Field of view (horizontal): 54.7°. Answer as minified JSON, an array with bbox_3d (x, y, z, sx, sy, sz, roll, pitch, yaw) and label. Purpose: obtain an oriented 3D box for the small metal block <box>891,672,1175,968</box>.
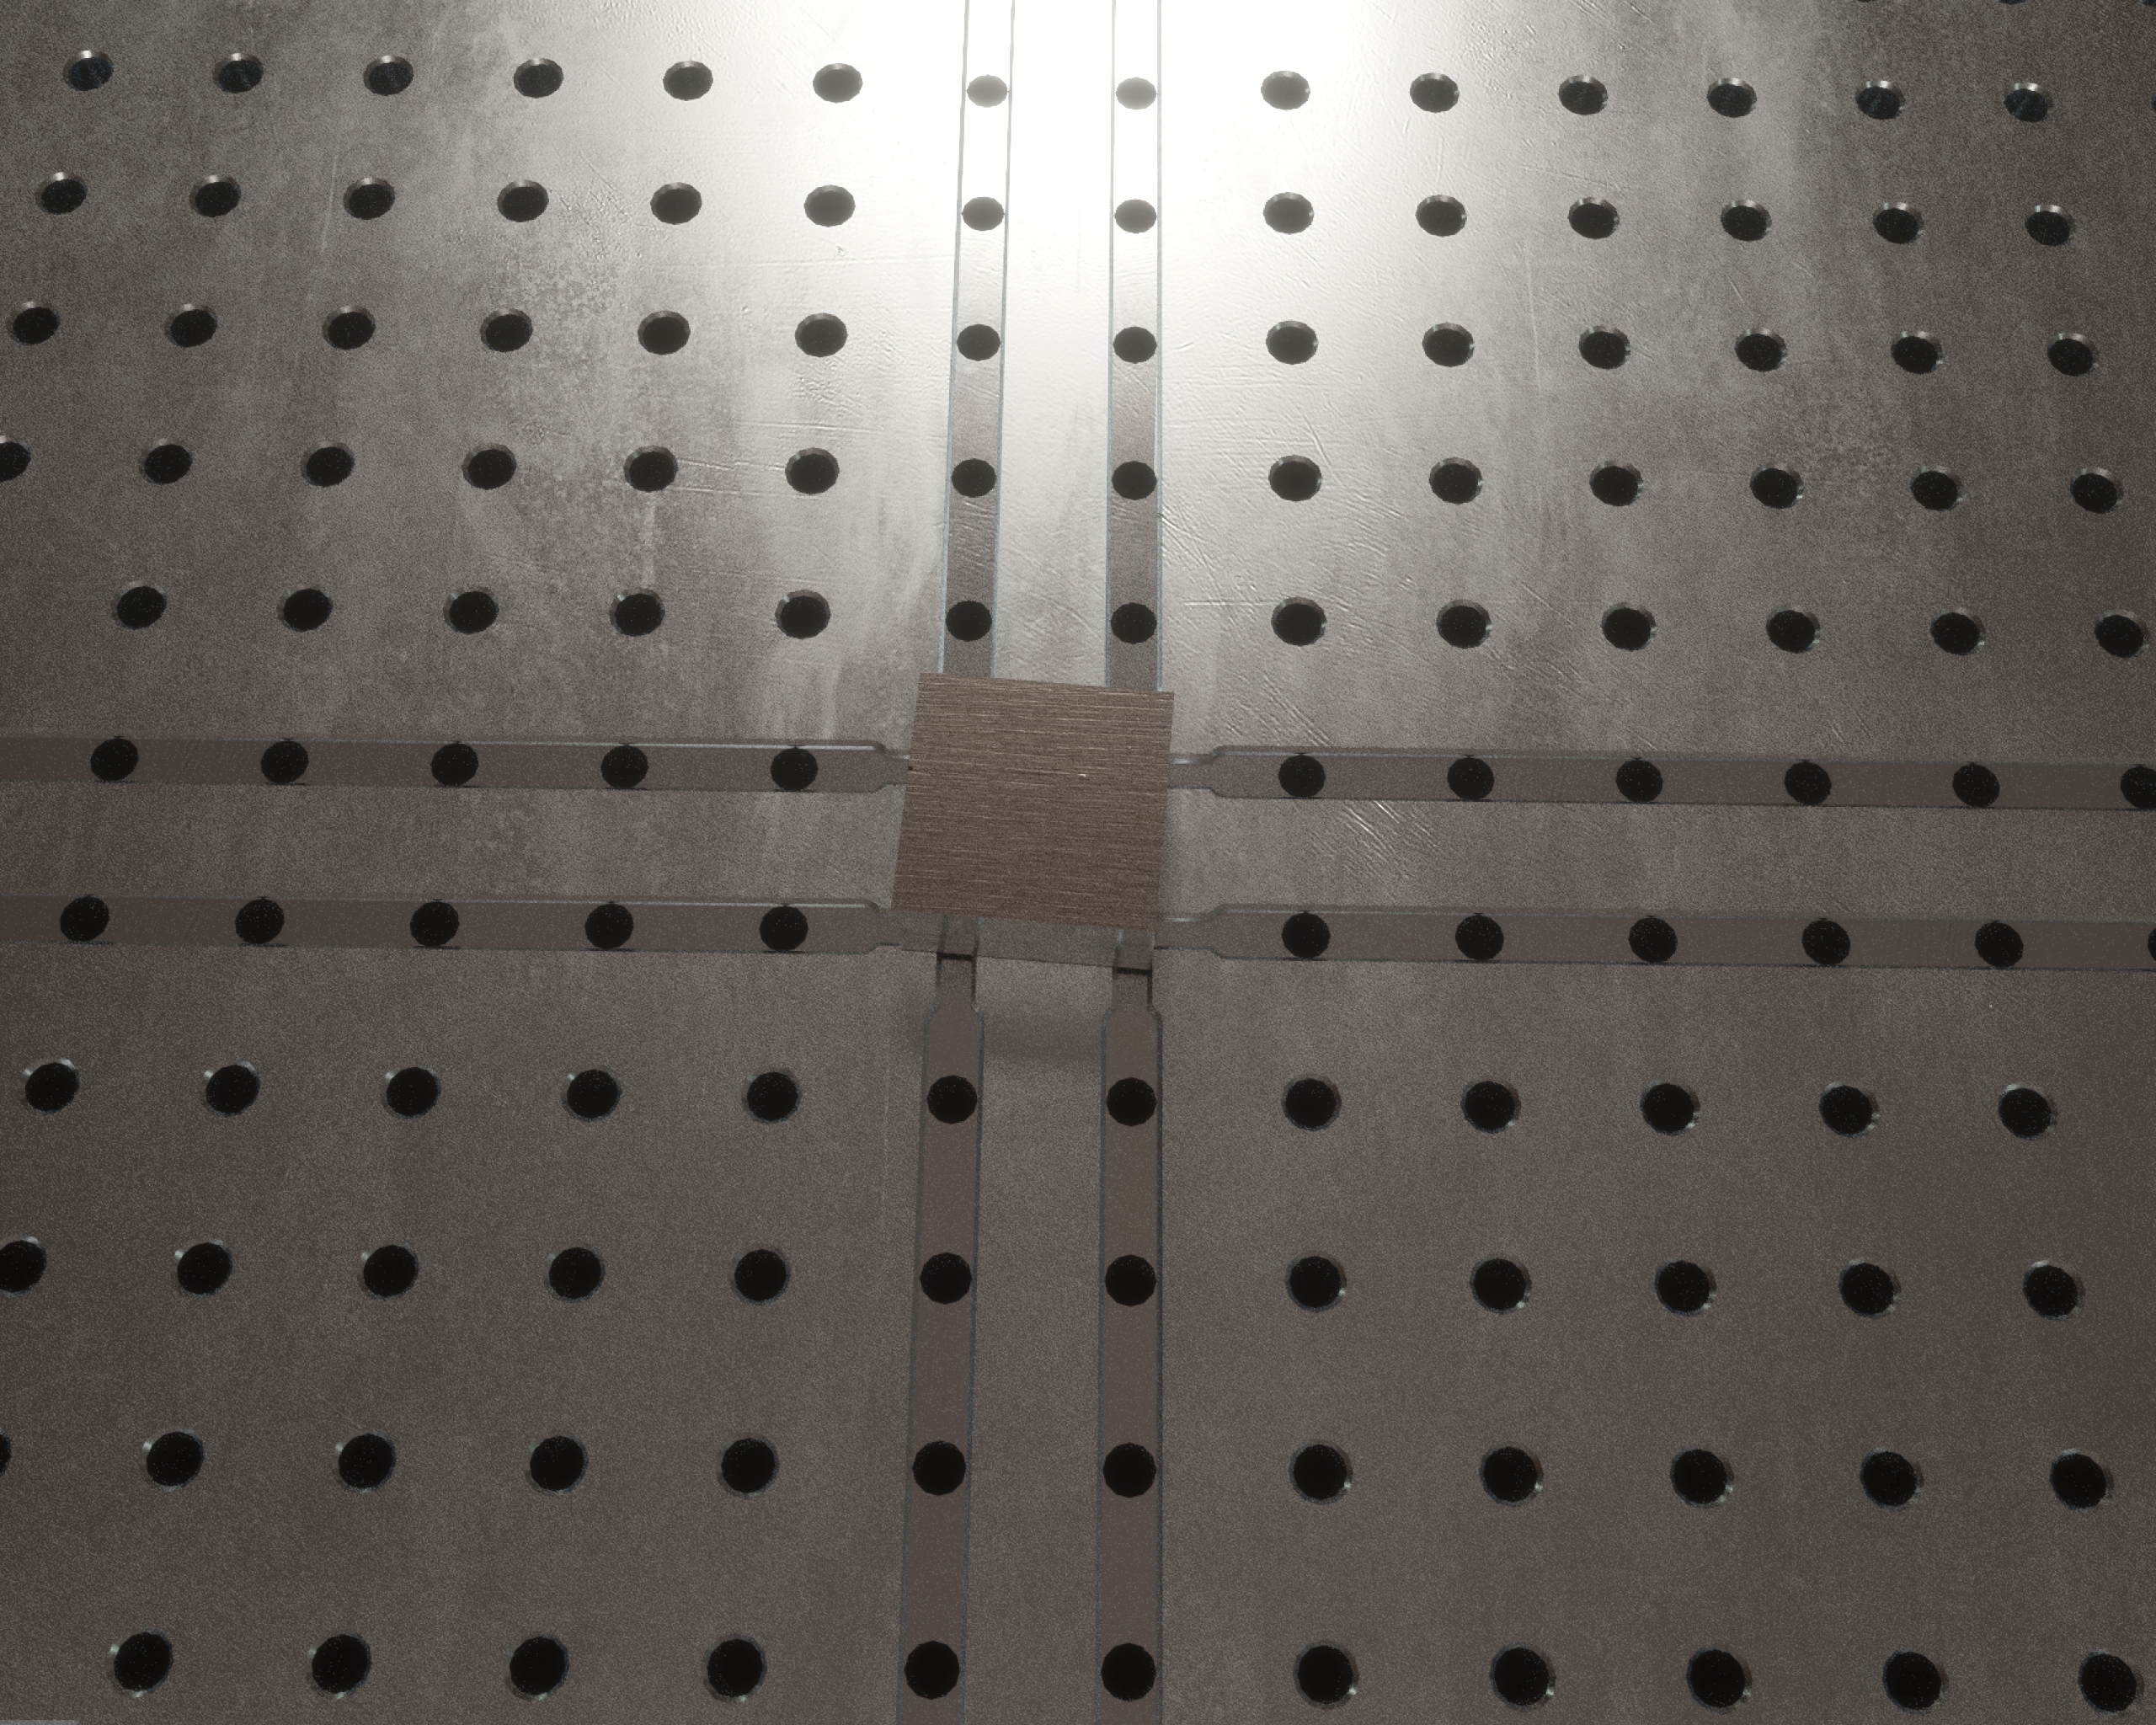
[{"bbox_3d":[-0.008,-0.008,0.414,0.050,0.025,0.050,5,70,1],"label":"small metal block"}]
